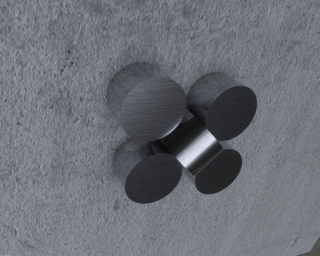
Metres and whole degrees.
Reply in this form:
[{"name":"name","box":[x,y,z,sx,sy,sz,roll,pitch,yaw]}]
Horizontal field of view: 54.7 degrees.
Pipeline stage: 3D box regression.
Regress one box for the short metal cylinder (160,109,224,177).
[{"name":"short metal cylinder","box":[0.037,0.017,0.405,0.050,0.080,0.080,-43,130,1]}]

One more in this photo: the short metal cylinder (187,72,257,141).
[{"name":"short metal cylinder","box":[0.082,-0.029,0.419,0.081,0.050,0.079,-14,125,-21]}]

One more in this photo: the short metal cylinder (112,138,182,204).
[{"name":"short metal cylinder","box":[-0.017,0.054,0.416,0.081,0.050,0.079,-14,125,-21]}]

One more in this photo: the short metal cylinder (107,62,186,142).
[{"name":"short metal cylinder","box":[-0.016,-0.031,0.364,0.081,0.050,0.079,-14,125,-21]}]

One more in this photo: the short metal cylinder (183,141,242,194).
[{"name":"short metal cylinder","box":[0.075,0.052,0.466,0.081,0.050,0.079,-14,125,-21]}]
